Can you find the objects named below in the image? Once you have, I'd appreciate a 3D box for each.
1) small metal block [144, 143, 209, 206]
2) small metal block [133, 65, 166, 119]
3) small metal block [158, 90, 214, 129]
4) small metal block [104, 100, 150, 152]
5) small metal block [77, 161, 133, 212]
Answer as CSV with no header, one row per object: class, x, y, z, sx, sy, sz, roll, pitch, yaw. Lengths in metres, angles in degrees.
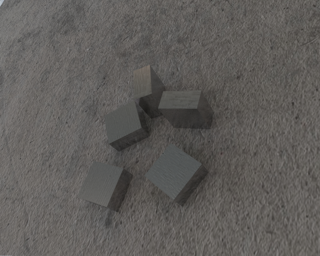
small metal block,0.019,0.054,0.361,0.050,0.025,0.050,33,80,38
small metal block,-0.013,-0.049,0.424,0.025,0.050,0.050,-17,55,19
small metal block,0.033,-0.022,0.384,0.050,0.050,0.025,2,63,29
small metal block,-0.047,-0.003,0.430,0.050,0.025,0.050,-26,53,12
small metal block,-0.070,0.074,0.395,0.050,0.025,0.050,9,66,32
